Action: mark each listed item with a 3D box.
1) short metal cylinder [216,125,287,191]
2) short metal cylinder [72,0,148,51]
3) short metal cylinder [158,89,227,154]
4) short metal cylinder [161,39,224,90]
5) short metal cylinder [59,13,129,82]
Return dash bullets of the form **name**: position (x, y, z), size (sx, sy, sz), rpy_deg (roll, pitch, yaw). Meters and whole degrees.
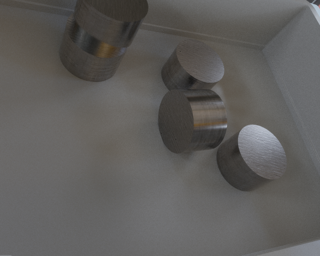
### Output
- **short metal cylinder**: position (0.127, 0.042, 0.432), size (0.081, 0.050, 0.080), rpy_deg (14, 56, -21)
- **short metal cylinder**: position (-0.061, -0.142, 0.379), size (0.081, 0.050, 0.080), rpy_deg (14, 56, -21)
- **short metal cylinder**: position (0.040, -0.010, 0.397), size (0.050, 0.080, 0.080), rpy_deg (-4, 64, -30)
- **short metal cylinder**: position (0.049, -0.087, 0.469), size (0.081, 0.050, 0.080), rpy_deg (14, 56, -21)
- **short metal cylinder**: position (-0.087, -0.108, 0.409), size (0.081, 0.050, 0.080), rpy_deg (14, 56, -21)
